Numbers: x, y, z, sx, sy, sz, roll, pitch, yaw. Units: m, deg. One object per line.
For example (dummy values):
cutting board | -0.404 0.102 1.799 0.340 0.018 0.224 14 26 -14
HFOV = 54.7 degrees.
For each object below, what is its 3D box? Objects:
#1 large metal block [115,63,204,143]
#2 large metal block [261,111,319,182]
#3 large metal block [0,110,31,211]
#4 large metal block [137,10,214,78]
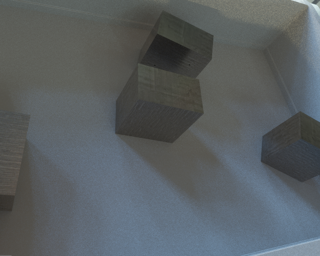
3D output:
large metal block | -0.004 -0.026 0.384 0.081 0.080 0.050 11 57 -23
large metal block | 0.212 0.031 0.465 0.080 0.080 0.050 27 53 -12
large metal block | -0.170 0.027 0.282 0.081 0.050 0.080 11 57 -23
large metal block | 0.020 -0.107 0.446 0.080 0.080 0.050 21 54 -16
